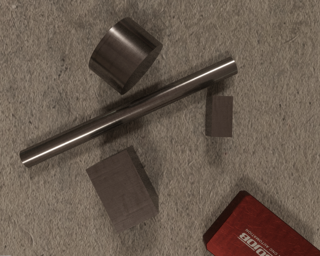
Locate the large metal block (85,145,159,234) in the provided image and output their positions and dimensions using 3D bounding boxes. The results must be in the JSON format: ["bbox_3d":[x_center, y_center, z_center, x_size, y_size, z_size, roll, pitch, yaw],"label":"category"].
[{"bbox_3d":[-0.042,0.070,0.382,0.050,0.080,0.080,-27,90,0],"label":"large metal block"}]

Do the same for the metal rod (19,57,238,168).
[{"bbox_3d":[-0.040,-0.021,0.409,0.301,0.025,0.025,-24,90,-1],"label":"metal rod"}]

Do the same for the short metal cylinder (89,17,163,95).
[{"bbox_3d":[-0.041,-0.087,0.382,0.050,0.080,0.080,40,90,-1],"label":"short metal cylinder"}]

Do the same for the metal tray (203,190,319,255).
[{"bbox_3d":[0.134,0.158,0.409,0.130,0.030,0.090,39,90,-1],"label":"metal tray"}]

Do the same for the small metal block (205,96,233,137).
[{"bbox_3d":[0.075,-0.014,0.399,0.025,0.050,0.050,1,90,0],"label":"small metal block"}]
